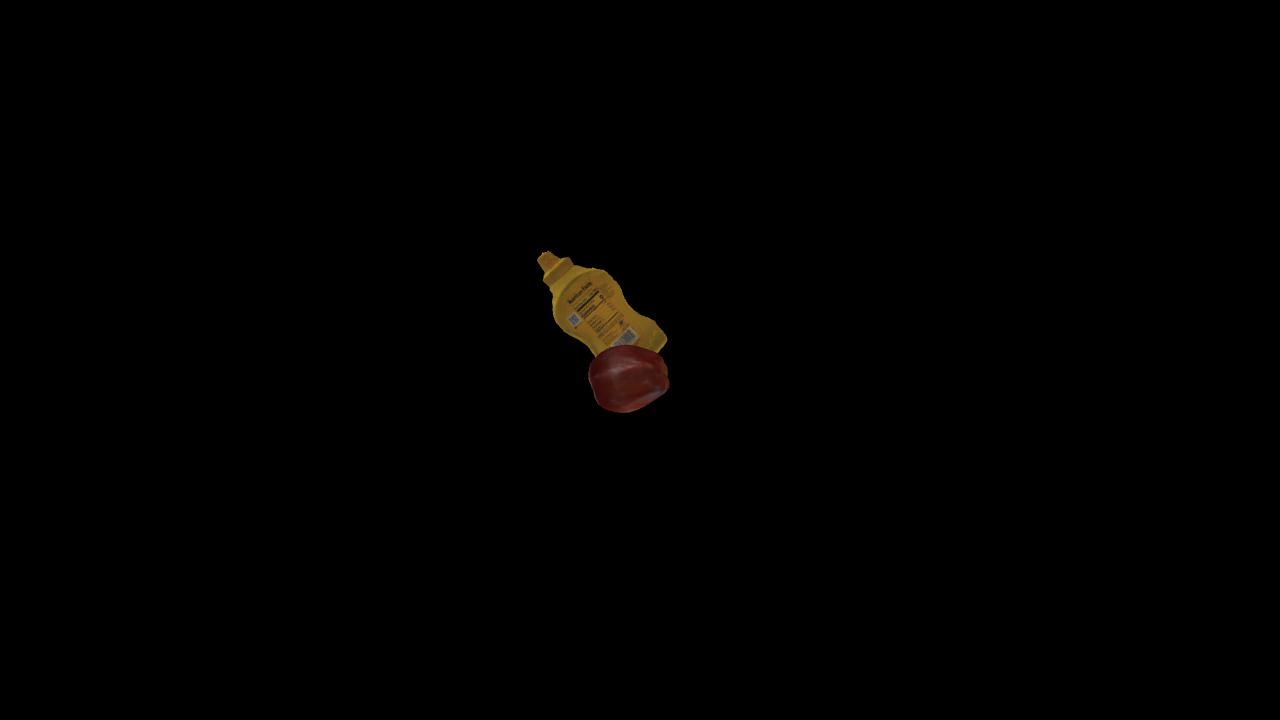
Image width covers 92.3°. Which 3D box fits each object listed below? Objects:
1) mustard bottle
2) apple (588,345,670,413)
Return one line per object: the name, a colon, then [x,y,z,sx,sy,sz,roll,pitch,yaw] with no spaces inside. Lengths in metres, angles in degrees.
mustard bottle: [-0.057,-0.062,0.757,0.092,0.184,0.054,-43,11,0]
apple: [-0.015,0.021,0.708,0.093,0.079,0.079,-11,-3,15]
